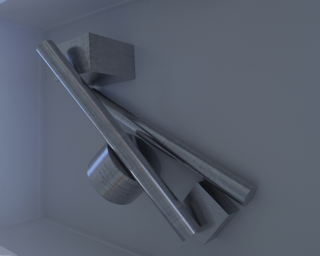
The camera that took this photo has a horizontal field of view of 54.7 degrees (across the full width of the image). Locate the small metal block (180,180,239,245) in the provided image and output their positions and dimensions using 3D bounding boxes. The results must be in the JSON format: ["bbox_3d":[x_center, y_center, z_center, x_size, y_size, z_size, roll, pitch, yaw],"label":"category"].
[{"bbox_3d":[0.054,0.096,0.359,0.050,0.025,0.050,45,117,30],"label":"small metal block"}]

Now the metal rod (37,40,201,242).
[{"bbox_3d":[-0.058,0.005,0.375,0.300,0.025,0.025,50,120,13],"label":"metal rod"}]

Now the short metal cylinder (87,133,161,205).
[{"bbox_3d":[-0.046,0.052,0.404,0.050,0.081,0.080,-47,62,29],"label":"short metal cylinder"}]

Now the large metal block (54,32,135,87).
[{"bbox_3d":[-0.094,-0.094,0.445,0.080,0.081,0.050,-5,87,39],"label":"large metal block"}]

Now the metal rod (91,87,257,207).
[{"bbox_3d":[-0.010,0.008,0.412,0.300,0.025,0.025,31,109,35],"label":"metal rod"}]
